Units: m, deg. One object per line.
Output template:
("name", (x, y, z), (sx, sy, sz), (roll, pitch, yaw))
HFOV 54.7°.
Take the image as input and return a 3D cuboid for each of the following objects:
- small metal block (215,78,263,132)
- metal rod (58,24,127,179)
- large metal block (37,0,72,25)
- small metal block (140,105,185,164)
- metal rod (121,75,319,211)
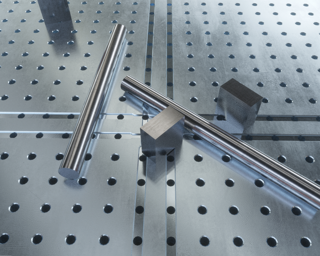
("small metal block", (0.105, -0.031, 0.418), (0.025, 0.050, 0.050), (-35, 58, -25))
("metal rod", (-0.089, -0.061, 0.457), (0.025, 0.025, 0.300), (5, 50, 4))
("large metal block", (-0.207, -0.256, 0.586), (0.050, 0.080, 0.080), (-15, 52, -12))
("small metal block", (0.003, 0.008, 0.384), (0.025, 0.050, 0.050), (37, 59, 26))
("metal rod", (0.065, 0.007, 0.402), (0.300, 0.025, 0.025), (33, 57, 24))
